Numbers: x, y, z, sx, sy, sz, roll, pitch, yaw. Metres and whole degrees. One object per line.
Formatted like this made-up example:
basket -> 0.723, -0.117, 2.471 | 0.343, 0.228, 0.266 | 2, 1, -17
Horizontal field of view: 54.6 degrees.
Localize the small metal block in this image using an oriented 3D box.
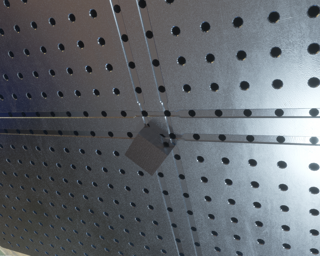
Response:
small metal block -> -0.015, 0.032, 0.440 | 0.050, 0.025, 0.050 | 37, 129, 3
